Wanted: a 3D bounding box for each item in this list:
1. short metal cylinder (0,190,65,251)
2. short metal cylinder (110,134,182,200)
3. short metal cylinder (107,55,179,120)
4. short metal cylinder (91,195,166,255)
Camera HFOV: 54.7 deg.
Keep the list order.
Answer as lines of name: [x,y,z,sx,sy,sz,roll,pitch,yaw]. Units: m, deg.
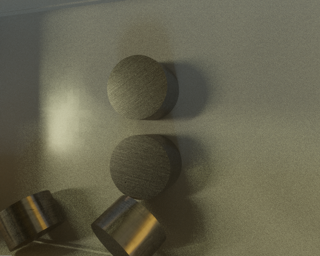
short metal cylinder: [-0.186,0.132,0.445,0.080,0.080,0.050,-35,79,16]
short metal cylinder: [-0.017,0.048,0.402,0.080,0.050,0.079,0,90,19]
short metal cylinder: [-0.021,-0.050,0.404,0.080,0.050,0.079,0,90,19]
short metal cylinder: [-0.039,0.131,0.386,0.080,0.080,0.050,39,58,15]
